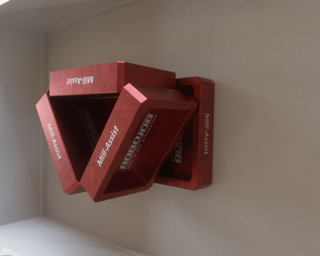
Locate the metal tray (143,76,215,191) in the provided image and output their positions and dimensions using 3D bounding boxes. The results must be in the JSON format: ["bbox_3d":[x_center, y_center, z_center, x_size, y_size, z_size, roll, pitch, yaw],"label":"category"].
[{"bbox_3d":[0.020,0.005,0.386,0.090,0.030,0.129,2,90,40],"label":"metal tray"}]

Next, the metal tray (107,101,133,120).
[{"bbox_3d":[-0.050,0.003,0.445,0.090,0.030,0.129,1,90,40],"label":"metal tray"}]

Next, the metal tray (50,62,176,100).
[{"bbox_3d":[-0.058,-0.052,0.370,0.130,0.091,0.030,3,92,40],"label":"metal tray"}]

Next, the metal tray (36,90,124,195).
[{"bbox_3d":[-0.096,0.015,0.402,0.030,0.091,0.130,-39,67,34],"label":"metal tray"}]

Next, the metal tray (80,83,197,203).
[{"bbox_3d":[-0.023,0.018,0.341,0.030,0.091,0.129,43,116,32],"label":"metal tray"}]
